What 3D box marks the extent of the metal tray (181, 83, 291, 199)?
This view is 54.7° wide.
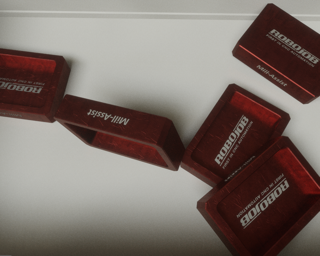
[{"bbox_3d":[0.097,0.016,0.401,0.090,0.030,0.130,32,73,11],"label":"metal tray"}]

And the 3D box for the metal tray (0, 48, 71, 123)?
[{"bbox_3d":[-0.201,-0.061,0.427,0.131,0.030,0.090,8,70,2],"label":"metal tray"}]

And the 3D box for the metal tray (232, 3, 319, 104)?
[{"bbox_3d":[0.182,-0.106,0.440,0.130,0.030,0.090,37,74,6],"label":"metal tray"}]

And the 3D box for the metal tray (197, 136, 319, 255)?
[{"bbox_3d":[0.118,0.081,0.349,0.131,0.030,0.090,-36,87,-17],"label":"metal tray"}]

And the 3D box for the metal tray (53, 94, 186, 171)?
[{"bbox_3d":[-0.043,0.007,0.356,0.130,0.090,0.030,14,70,20],"label":"metal tray"}]
